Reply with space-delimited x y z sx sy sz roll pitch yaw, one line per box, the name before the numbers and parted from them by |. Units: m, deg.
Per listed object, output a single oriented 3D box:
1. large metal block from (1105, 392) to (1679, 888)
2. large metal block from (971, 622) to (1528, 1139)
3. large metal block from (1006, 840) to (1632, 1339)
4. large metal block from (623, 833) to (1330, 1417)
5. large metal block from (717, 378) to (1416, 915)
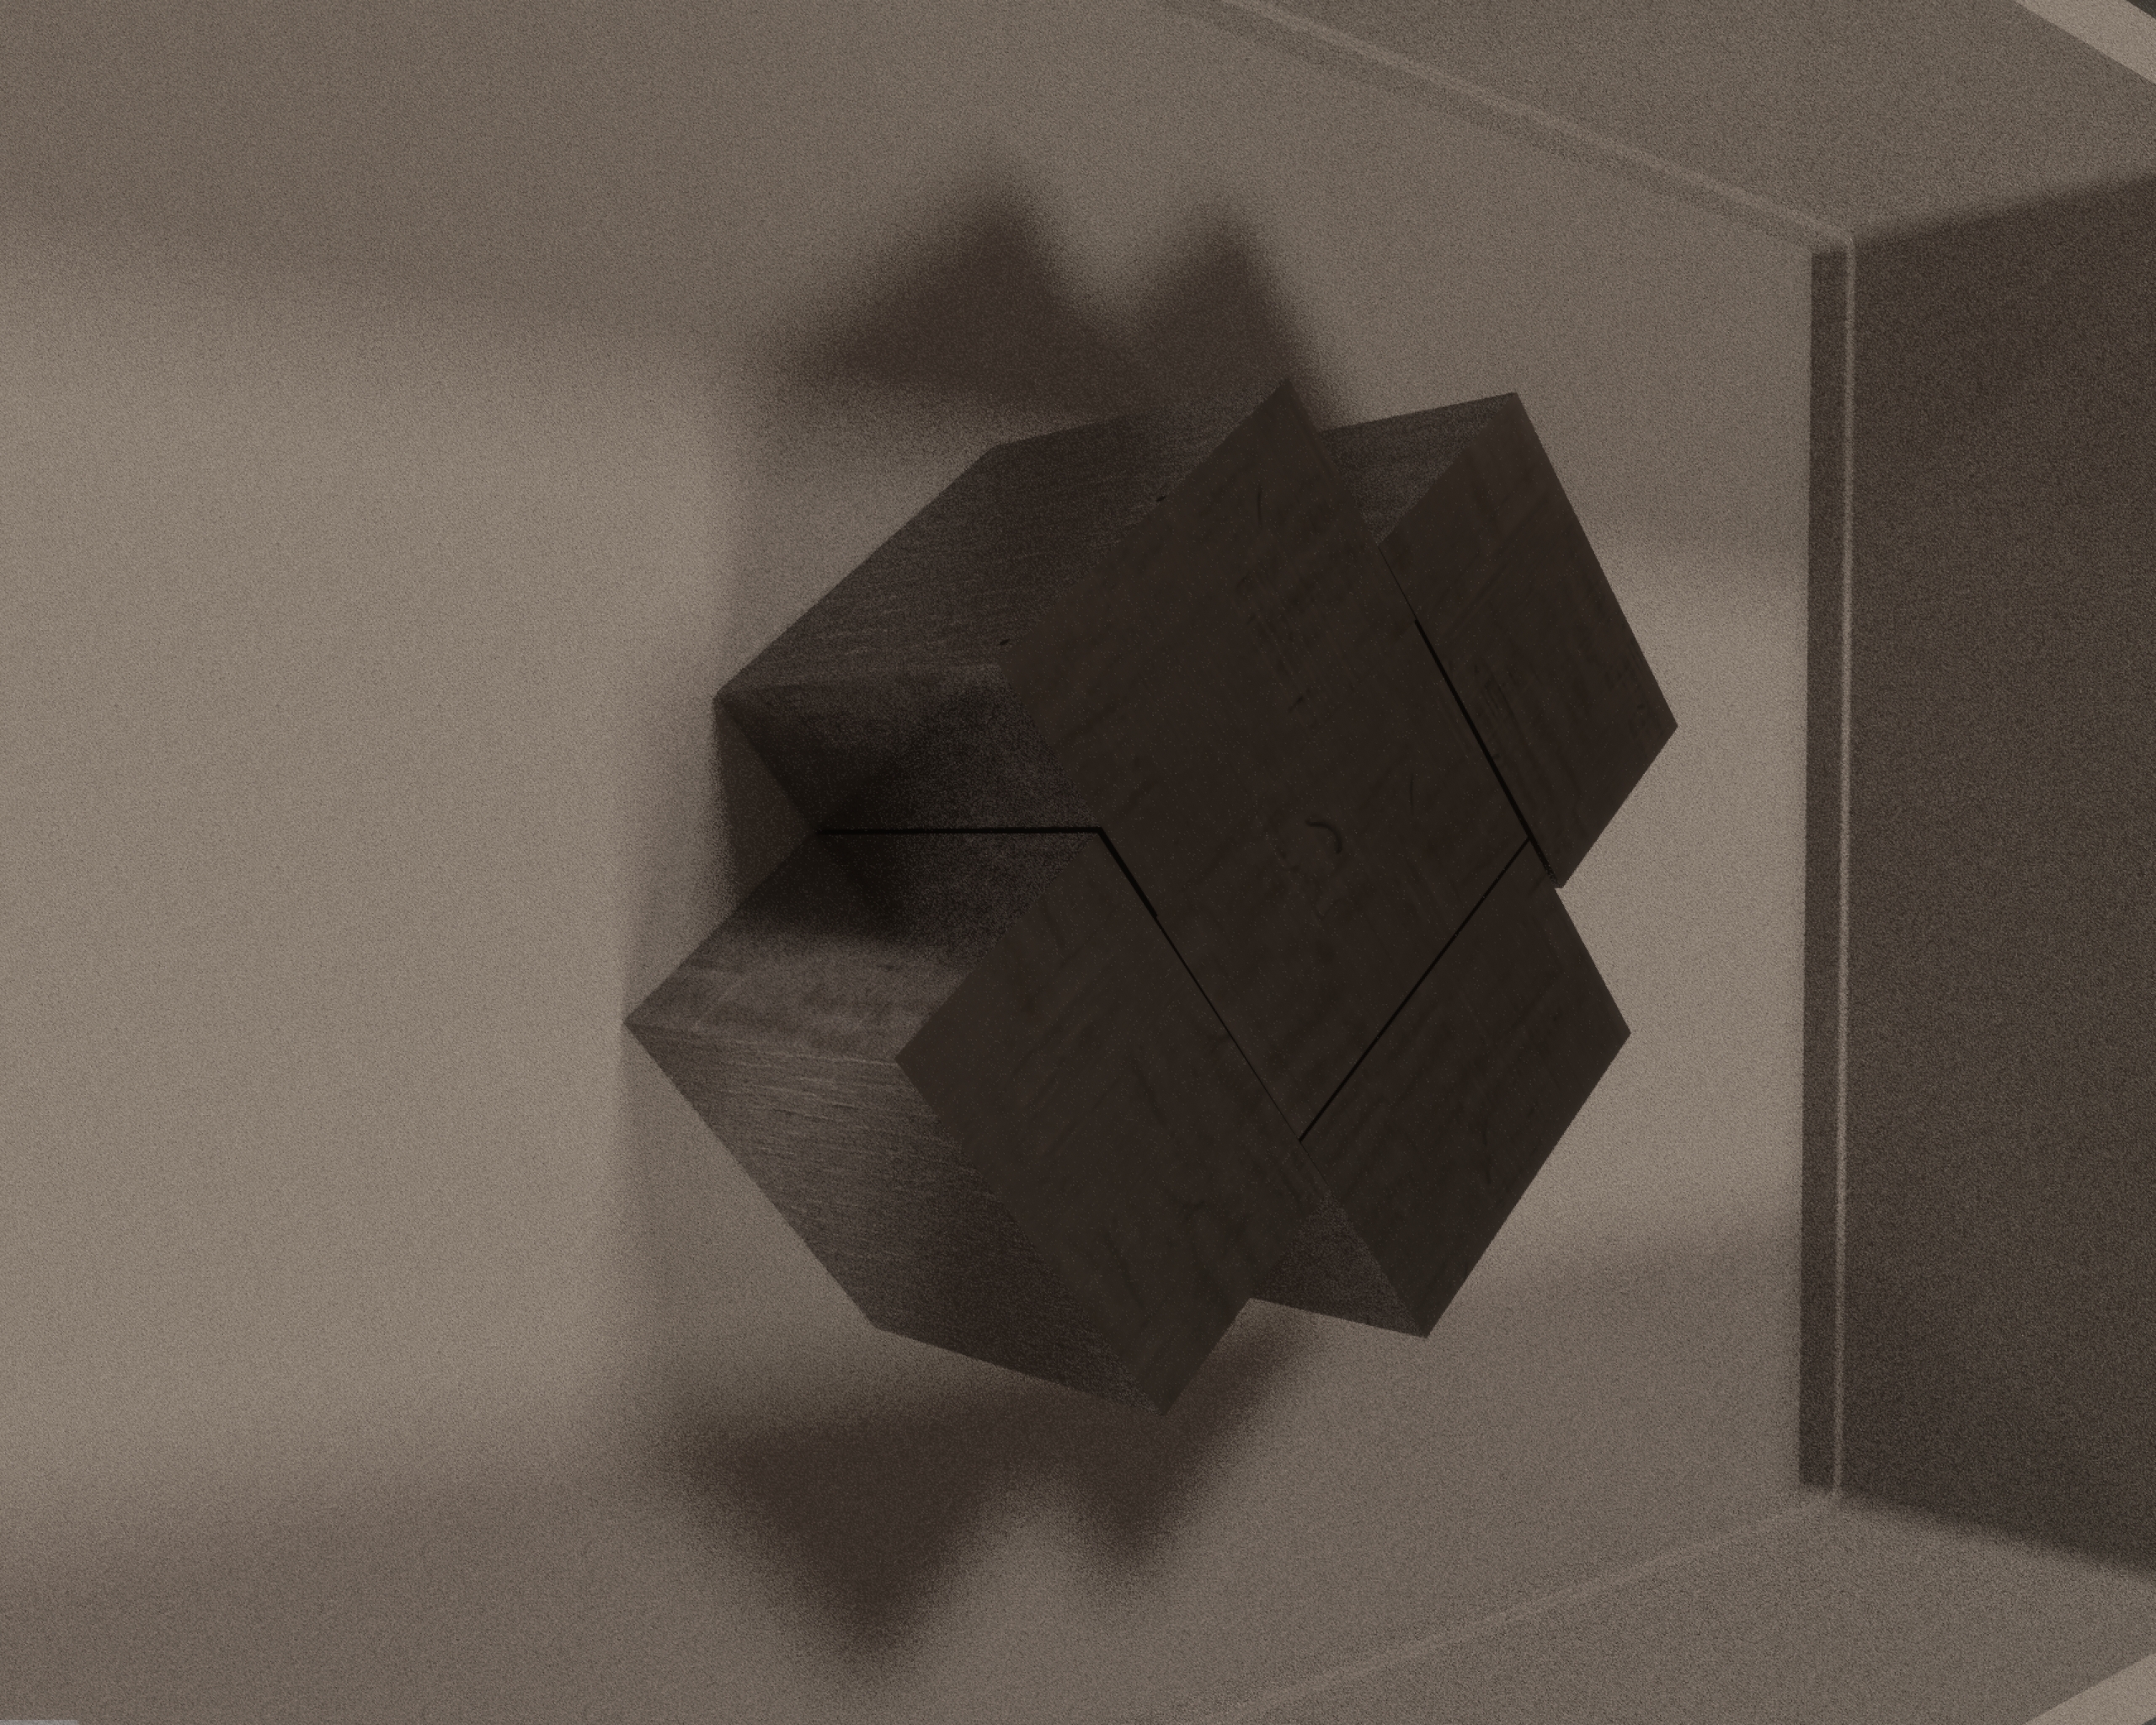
large metal block | 0.061 -0.042 0.423 0.050 0.080 0.080 -49 119 -29
large metal block | 0.022 0.002 0.391 0.080 0.080 0.050 -48 119 -30
large metal block | 0.048 0.040 0.412 0.080 0.080 0.050 -48 119 -30
large metal block | -0.018 0.041 0.357 0.050 0.080 0.080 -49 119 -29
large metal block | -0.002 -0.037 0.369 0.080 0.080 0.050 -48 119 -30
